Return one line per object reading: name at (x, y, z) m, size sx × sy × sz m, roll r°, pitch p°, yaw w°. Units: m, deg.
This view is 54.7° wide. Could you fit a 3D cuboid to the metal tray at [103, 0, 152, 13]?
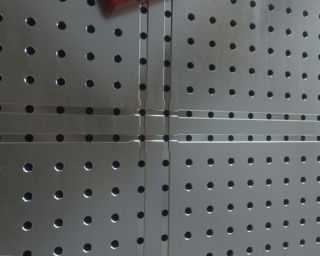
metal tray at (-0.024, -0.215, 0.402) m, size 0.131 × 0.030 × 0.090 m, roll -26°, pitch 99°, yaw -19°
